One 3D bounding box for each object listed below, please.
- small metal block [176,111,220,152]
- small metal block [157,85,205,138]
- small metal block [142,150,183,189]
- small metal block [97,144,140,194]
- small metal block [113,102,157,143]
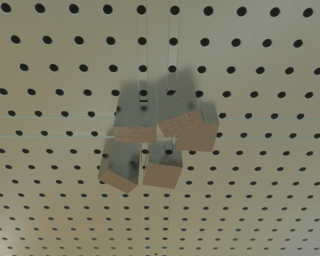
[{"bbox_3d":[0.048,0.004,0.416,0.050,0.025,0.050,3,130,-3],"label":"small metal block"},{"bbox_3d":[0.025,-0.020,0.378,0.050,0.050,0.025,-19,128,15],"label":"small metal block"},{"bbox_3d":[0.003,0.063,0.465,0.050,0.025,0.050,9,130,-8],"label":"small metal block"},{"bbox_3d":[-0.058,0.058,0.444,0.050,0.050,0.025,33,123,-25],"label":"small metal block"},{"bbox_3d":[-0.029,-0.008,0.388,0.050,0.050,0.025,0,130,-1],"label":"small metal block"}]
